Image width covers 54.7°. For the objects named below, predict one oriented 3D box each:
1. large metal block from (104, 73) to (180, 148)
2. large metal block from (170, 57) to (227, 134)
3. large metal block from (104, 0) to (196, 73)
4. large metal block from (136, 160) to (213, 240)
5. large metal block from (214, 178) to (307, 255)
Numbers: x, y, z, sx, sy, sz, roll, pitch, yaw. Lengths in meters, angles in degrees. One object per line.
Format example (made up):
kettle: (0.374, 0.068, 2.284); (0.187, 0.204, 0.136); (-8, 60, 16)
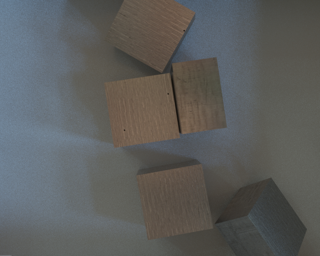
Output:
large metal block: (-0.022, -0.021, 0.399); (0.081, 0.050, 0.080); (-9, 90, -1)
large metal block: (0.044, -0.036, 0.385); (0.050, 0.080, 0.080); (-8, 90, 0)
large metal block: (-0.011, -0.125, 0.391); (0.080, 0.050, 0.080); (30, 102, -1)
large metal block: (0.018, 0.089, 0.399); (0.080, 0.050, 0.080); (-10, 90, -1)
large metal block: (0.125, 0.121, 0.380); (0.050, 0.081, 0.080); (-34, 91, 44)
